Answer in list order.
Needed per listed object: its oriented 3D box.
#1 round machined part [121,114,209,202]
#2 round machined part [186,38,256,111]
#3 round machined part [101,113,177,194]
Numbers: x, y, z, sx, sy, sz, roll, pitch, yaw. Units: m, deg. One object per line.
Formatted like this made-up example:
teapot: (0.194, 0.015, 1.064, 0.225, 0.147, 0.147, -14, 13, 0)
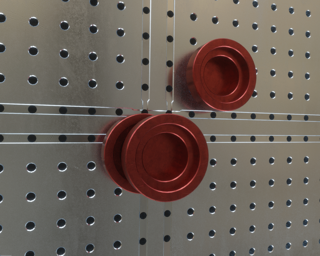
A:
round machined part: (0.003, 0.033, 0.360, 0.099, 0.042, 0.097, 0, 90, -20)
round machined part: (0.081, -0.071, 0.433, 0.099, 0.042, 0.097, 0, 90, -20)
round machined part: (-0.026, 0.031, 0.394, 0.099, 0.042, 0.097, 0, 90, -20)
